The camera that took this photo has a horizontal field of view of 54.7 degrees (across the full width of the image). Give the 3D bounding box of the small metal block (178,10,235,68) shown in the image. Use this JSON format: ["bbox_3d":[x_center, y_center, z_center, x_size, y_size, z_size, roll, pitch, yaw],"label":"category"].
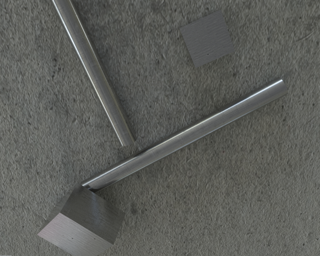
[{"bbox_3d":[0.055,-0.107,0.371,0.050,0.025,0.050,-23,109,7],"label":"small metal block"}]

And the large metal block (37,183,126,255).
[{"bbox_3d":[-0.109,0.133,0.430,0.080,0.050,0.080,37,128,-13],"label":"large metal block"}]

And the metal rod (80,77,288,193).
[{"bbox_3d":[0.025,0.017,0.416,0.301,0.025,0.025,-28,108,9],"label":"metal rod"}]

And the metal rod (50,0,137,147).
[{"bbox_3d":[-0.097,-0.112,0.367,0.025,0.025,0.299,-21,109,7],"label":"metal rod"}]
